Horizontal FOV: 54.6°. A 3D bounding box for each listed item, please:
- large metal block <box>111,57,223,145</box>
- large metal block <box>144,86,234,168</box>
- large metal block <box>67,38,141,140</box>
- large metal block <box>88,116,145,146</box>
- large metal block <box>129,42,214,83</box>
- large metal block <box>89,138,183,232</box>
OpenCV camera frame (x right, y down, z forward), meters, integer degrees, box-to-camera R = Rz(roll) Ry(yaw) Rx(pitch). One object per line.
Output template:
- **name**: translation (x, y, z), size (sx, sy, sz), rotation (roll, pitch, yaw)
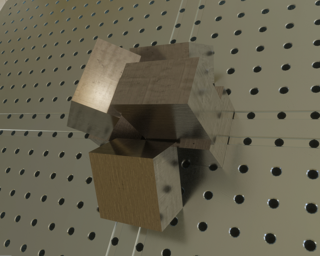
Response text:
- **large metal block**: translation (0.011, -0.024, 0.319), size (0.080, 0.080, 0.050), rotation (2, 63, 29)
- **large metal block**: translation (0.037, -0.002, 0.374), size (0.080, 0.050, 0.080), rotation (3, 63, 29)
- **large metal block**: translation (-0.067, -0.041, 0.359), size (0.080, 0.050, 0.080), rotation (136, 152, -63)
- **large metal block**: translation (-0.036, -0.006, 0.416), size (0.080, 0.050, 0.080), rotation (7, 65, 31)
- **large metal block**: translation (0.018, -0.080, 0.404), size (0.080, 0.080, 0.050), rotation (2, 101, 29)
- **large metal block**: translation (-0.025, 0.059, 0.344), size (0.080, 0.050, 0.080), rotation (2, 107, 29)
